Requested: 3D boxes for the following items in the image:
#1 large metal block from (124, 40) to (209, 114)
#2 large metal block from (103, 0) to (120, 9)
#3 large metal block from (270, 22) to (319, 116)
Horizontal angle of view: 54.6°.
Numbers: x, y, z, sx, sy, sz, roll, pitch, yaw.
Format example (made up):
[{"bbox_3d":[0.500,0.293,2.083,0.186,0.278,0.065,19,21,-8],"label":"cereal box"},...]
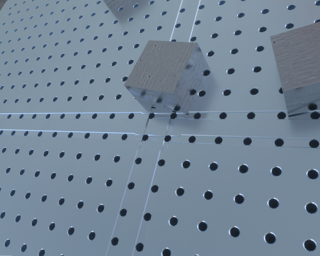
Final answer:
[{"bbox_3d":[0.010,-0.073,0.433,0.080,0.050,0.080,14,69,34],"label":"large metal block"},{"bbox_3d":[-0.097,-0.303,0.631,0.080,0.050,0.080,-35,51,5],"label":"large metal block"},{"bbox_3d":[0.174,-0.068,0.343,0.080,0.050,0.080,-13,56,21],"label":"large metal block"}]
